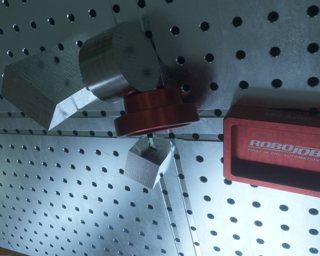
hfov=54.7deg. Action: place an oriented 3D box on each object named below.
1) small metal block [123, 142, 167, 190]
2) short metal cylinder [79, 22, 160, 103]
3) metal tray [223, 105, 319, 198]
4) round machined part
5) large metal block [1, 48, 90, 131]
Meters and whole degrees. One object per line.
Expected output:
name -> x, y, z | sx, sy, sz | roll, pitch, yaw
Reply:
small metal block -> -0.023, 0.056, 0.458 | 0.050, 0.025, 0.050 | 25, 127, 12
short metal cylinder -> -0.044, -0.073, 0.354 | 0.050, 0.080, 0.080 | -14, 111, 34
metal tray -> 0.140, 0.027, 0.350 | 0.130, 0.030, 0.089 | 8, 122, 24
round machined part -> -0.005, -0.018, 0.363 | 0.098, 0.099, 0.042 | -13, 86, 34
large metal block -> -0.150, -0.055, 0.421 | 0.080, 0.080, 0.050 | 36, 129, 4
